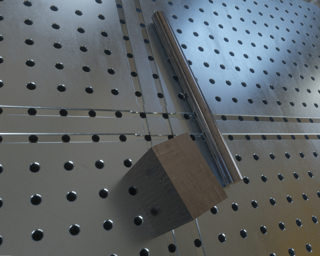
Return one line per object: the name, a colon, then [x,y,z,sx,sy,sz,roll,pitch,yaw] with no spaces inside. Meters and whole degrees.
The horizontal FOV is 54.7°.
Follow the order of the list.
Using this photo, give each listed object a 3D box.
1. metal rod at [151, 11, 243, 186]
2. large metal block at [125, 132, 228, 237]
metal rod: [0.049,-0.057,0.468,0.025,0.025,0.299,-8,66,-32]
large metal block: [0.014,0.063,0.342,0.050,0.080,0.080,-21,73,-36]
